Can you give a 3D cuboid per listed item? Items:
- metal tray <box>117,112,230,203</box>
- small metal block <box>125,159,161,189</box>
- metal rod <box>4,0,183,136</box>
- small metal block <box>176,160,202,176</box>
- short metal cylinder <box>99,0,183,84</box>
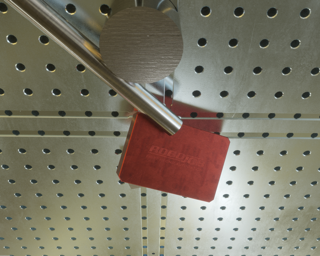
[{"bbox_3d":[0.018,0.038,0.408,0.131,0.030,0.090,16,88,-14],"label":"metal tray"},{"bbox_3d":[-0.027,0.063,0.465,0.050,0.025,0.050,-13,129,10],"label":"small metal block"},{"bbox_3d":[-0.088,-0.088,0.318,0.301,0.025,0.025,39,120,-23],"label":"metal rod"},{"bbox_3d":[0.030,0.050,0.438,0.050,0.025,0.050,21,165,-18],"label":"small metal block"},{"bbox_3d":[-0.018,-0.093,0.316,0.081,0.050,0.079,-1,130,0],"label":"short metal cylinder"}]
